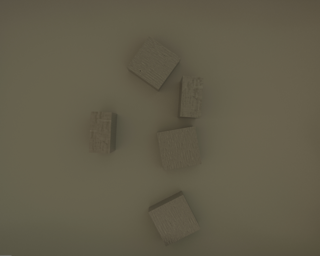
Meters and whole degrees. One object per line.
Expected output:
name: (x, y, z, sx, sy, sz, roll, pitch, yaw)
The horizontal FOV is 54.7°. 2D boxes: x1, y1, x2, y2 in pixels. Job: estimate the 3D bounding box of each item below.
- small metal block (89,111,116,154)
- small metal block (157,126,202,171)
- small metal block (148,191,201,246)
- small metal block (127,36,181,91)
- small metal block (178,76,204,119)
small metal block: (-0.072, 0.005, 0.398, 0.025, 0.050, 0.050, 3, 90, 0)
small metal block: (0.025, 0.026, 0.412, 0.050, 0.025, 0.050, -10, 90, -1)
small metal block: (0.019, 0.119, 0.412, 0.050, 0.025, 0.050, -27, 90, -1)
small metal block: (-0.008, -0.084, 0.411, 0.050, 0.025, 0.050, 36, 90, -1)
small metal block: (0.039, -0.038, 0.399, 0.025, 0.050, 0.050, 4, 90, 0)
